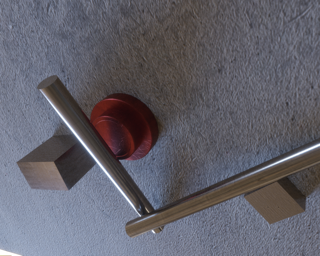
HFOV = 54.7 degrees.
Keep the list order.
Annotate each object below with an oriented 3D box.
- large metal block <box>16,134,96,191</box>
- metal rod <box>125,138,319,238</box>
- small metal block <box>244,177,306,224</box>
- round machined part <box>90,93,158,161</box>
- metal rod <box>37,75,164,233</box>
[{"bbox_3d":[-0.156,0.051,0.483,0.080,0.080,0.050,-5,116,30],"label":"large metal block"},{"bbox_3d":[0.068,0.087,0.398,0.299,0.025,0.025,-31,101,29],"label":"metal rod"},{"bbox_3d":[0.142,0.086,0.385,0.050,0.025,0.050,46,129,-5],"label":"small metal block"},{"bbox_3d":[-0.055,0.005,0.426,0.098,0.042,0.097,13,124,20],"label":"round machined part"},{"bbox_3d":[-0.063,0.056,0.421,0.025,0.025,0.299,-4,133,30],"label":"metal rod"}]
